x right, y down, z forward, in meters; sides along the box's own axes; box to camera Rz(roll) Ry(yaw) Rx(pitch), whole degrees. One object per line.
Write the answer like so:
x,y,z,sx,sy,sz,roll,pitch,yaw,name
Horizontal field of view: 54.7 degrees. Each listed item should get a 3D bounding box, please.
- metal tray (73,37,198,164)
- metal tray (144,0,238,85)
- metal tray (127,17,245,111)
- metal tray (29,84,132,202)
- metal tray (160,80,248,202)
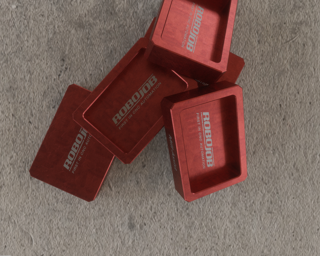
-0.029,-0.032,0.378,0.090,0.030,0.130,41,90,-1,metal tray
0.041,-0.125,0.375,0.091,0.030,0.130,20,62,-10,metal tray
0.032,-0.076,0.409,0.131,0.030,0.090,27,90,-1,metal tray
-0.100,0.019,0.407,0.090,0.030,0.129,25,90,-1,metal tray
0.057,0.017,0.375,0.091,0.030,0.129,-17,115,-16,metal tray
